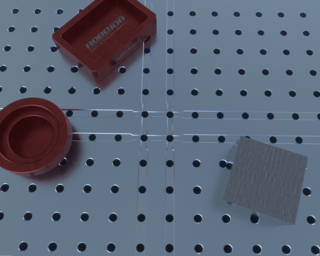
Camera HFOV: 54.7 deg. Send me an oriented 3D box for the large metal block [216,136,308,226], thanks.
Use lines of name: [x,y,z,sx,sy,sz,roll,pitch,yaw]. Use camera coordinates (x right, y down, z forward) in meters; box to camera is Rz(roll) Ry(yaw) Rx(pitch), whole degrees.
large metal block: [0.121,0.065,0.375,0.080,0.050,0.080,18,71,6]

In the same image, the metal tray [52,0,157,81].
metal tray: [-0.079,-0.142,0.460,0.090,0.030,0.130,41,75,13]

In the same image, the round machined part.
round machined part: [-0.161,0.014,0.396,0.099,0.042,0.098,0,70,0]
